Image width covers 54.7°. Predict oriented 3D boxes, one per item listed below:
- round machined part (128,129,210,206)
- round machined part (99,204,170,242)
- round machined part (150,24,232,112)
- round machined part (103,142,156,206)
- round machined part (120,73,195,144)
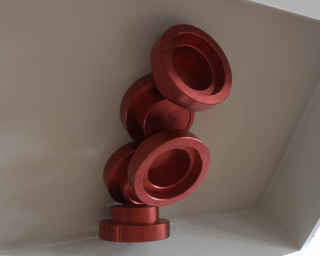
[{"bbox_3d":[0.007,0.043,0.372,0.099,0.042,0.097,-14,125,-21],"label":"round machined part"},{"bbox_3d":[-0.035,0.130,0.435,0.099,0.098,0.042,6,78,-32],"label":"round machined part"},{"bbox_3d":[0.031,-0.064,0.351,0.099,0.098,0.042,7,157,-32],"label":"round machined part"},{"bbox_3d":[-0.024,0.069,0.426,0.099,0.042,0.097,-14,125,-21],"label":"round machined part"},{"bbox_3d":[0.004,-0.017,0.388,0.099,0.042,0.097,-14,125,-21],"label":"round machined part"}]
